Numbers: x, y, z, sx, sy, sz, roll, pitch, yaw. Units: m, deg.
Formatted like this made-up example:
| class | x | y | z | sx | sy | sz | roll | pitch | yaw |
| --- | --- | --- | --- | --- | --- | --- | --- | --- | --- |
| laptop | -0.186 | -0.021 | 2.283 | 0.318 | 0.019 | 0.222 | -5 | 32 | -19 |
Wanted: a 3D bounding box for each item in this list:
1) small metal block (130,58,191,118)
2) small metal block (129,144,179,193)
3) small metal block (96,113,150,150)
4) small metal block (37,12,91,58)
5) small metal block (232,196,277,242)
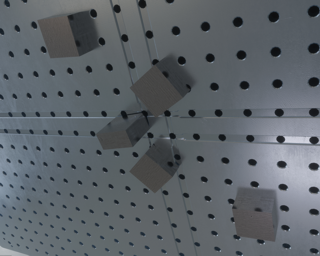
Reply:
| class | x | y | z | sx | sy | sz | roll | pitch | yaw |
| --- | --- | --- | --- | --- | --- | --- | --- | --- | --- |
| small metal block | 0.000 | -0.048 | 0.382 | 0.050 | 0.025 | 0.050 | 49 | 129 | -7 |
| small metal block | -0.009 | 0.060 | 0.454 | 0.050 | 0.025 | 0.050 | 41 | 129 | 0 |
| small metal block | -0.050 | 0.004 | 0.425 | 0.050 | 0.050 | 0.025 | -7 | 115 | 31 |
| small metal block | -0.124 | -0.120 | 0.403 | 0.050 | 0.025 | 0.050 | 3 | 120 | 26 |
| small metal block | 0.129 | 0.122 | 0.419 | 0.050 | 0.025 | 0.050 | -1 | 118 | 28 |
